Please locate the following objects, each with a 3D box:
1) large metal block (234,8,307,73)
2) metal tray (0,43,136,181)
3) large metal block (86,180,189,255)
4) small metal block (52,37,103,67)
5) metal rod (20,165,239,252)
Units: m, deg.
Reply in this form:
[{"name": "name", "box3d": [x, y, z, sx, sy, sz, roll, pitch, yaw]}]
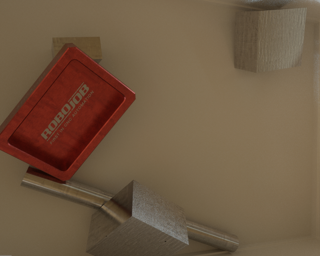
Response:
[{"name": "large metal block", "box3d": [0.157, -0.128, 0.445, 0.081, 0.050, 0.079, -12, 112, -20]}, {"name": "metal tray", "box3d": [-0.102, -0.015, 0.340, 0.090, 0.030, 0.130, 37, 94, -31]}, {"name": "large metal block", "box3d": [-0.026, 0.118, 0.360, 0.080, 0.050, 0.080, 35, 117, -25]}, {"name": "small metal block", "box3d": [-0.098, -0.087, 0.361, 0.050, 0.050, 0.025, -8, 92, -20]}, {"name": "metal rod", "box3d": [-0.024, 0.111, 0.402, 0.302, 0.025, 0.025, 24, 82, -19]}]
